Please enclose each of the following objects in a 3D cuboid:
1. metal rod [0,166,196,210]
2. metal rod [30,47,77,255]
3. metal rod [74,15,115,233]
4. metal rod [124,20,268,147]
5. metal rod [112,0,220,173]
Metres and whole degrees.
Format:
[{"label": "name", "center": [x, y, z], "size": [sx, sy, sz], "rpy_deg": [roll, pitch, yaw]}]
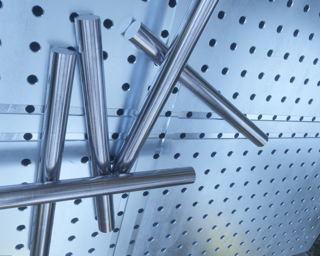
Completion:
[{"label": "metal rod", "center": [-0.089, 0.072, 0.374], "size": [0.303, 0.025, 0.025], "rpy_deg": [-2, 119, -28]}, {"label": "metal rod", "center": [-0.133, 0.054, 0.372], "size": [0.025, 0.025, 0.298], "rpy_deg": [1, 118, -29]}, {"label": "metal rod", "center": [-0.075, 0.018, 0.382], "size": [0.025, 0.025, 0.298], "rpy_deg": [-13, 124, -22]}, {"label": "metal rod", "center": [0.070, -0.042, 0.425], "size": [0.301, 0.025, 0.025], "rpy_deg": [32, 100, -39]}, {"label": "metal rod", "center": [0.007, -0.056, 0.351], "size": [0.025, 0.025, 0.298], "rpy_deg": [9, 123, -33]}]
